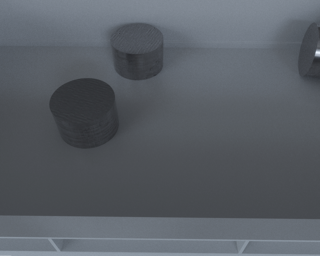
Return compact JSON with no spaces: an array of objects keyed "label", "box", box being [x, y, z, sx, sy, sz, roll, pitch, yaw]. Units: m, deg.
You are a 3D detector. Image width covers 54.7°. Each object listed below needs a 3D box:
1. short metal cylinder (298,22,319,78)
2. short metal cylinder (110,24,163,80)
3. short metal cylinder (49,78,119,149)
[{"label":"short metal cylinder","box":[0.249,-0.115,0.468,0.050,0.080,0.080,8,51,7]},{"label":"short metal cylinder","box":[-0.035,-0.121,0.490,0.080,0.050,0.080,0,50,0]},{"label":"short metal cylinder","box":[-0.096,-0.020,0.405,0.080,0.050,0.080,0,50,0]}]
